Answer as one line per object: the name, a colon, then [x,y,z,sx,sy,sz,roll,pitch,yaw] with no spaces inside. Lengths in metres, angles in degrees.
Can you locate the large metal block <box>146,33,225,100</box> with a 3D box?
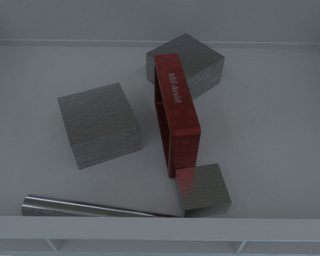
large metal block: [0.036,-0.089,0.464,0.080,0.050,0.080,-34,58,-25]

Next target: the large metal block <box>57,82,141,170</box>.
large metal block: [-0.076,-0.004,0.392,0.081,0.050,0.080,-17,52,-14]

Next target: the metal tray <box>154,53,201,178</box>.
metal tray: [0.016,-0.017,0.377,0.030,0.089,0.130,-6,51,-6]

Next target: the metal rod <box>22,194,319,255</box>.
metal rod: [0.007,0.102,0.319,0.302,0.025,0.025,7,50,5]

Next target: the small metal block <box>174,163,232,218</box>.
small metal block: [0.046,0.070,0.347,0.050,0.025,0.050,-7,51,-7]
